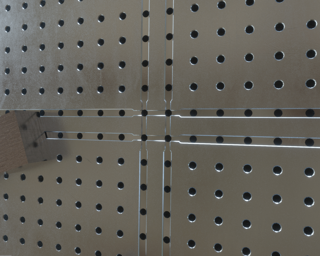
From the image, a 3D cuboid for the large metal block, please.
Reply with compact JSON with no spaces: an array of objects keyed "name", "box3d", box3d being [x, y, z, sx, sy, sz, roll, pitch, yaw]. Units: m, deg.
[{"name":"large metal block","box3d":[-0.225,0.024,0.477,0.080,0.050,0.080,-19,84,18]}]
